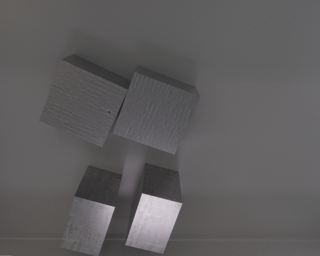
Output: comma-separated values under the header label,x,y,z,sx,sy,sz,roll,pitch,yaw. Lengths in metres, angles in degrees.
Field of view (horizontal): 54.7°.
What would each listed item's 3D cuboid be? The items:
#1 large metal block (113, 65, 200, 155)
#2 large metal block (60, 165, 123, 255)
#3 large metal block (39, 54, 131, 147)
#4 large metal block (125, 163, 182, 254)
label,x,y,z,sx,sy,sz,roll,pitch,yaw
large metal block,-0.005,-0.024,0.389,0.080,0.050,0.079,20,109,-7
large metal block,-0.091,0.110,0.422,0.050,0.080,0.079,17,109,-6
large metal block,-0.090,-0.035,0.384,0.080,0.050,0.080,24,108,-9
large metal block,-0.009,0.106,0.421,0.050,0.080,0.079,16,109,-6
